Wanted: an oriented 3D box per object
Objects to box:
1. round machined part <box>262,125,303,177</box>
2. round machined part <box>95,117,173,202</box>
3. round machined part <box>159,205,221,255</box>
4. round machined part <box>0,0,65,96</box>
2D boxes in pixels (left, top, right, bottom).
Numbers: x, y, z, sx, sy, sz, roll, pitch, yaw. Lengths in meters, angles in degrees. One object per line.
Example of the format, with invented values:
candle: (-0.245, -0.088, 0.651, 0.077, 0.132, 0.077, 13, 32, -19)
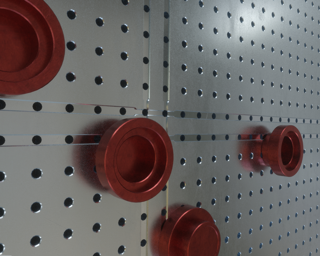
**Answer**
round machined part: (0.233, 0.043, 0.598, 0.099, 0.042, 0.097, 0, 90, -40)
round machined part: (-0.034, 0.036, 0.372, 0.099, 0.042, 0.097, 0, 90, -40)
round machined part: (0.049, 0.164, 0.442, 0.099, 0.042, 0.097, 0, 90, -40)
round machined part: (-0.142, -0.077, 0.280, 0.099, 0.042, 0.097, 0, 90, -40)
